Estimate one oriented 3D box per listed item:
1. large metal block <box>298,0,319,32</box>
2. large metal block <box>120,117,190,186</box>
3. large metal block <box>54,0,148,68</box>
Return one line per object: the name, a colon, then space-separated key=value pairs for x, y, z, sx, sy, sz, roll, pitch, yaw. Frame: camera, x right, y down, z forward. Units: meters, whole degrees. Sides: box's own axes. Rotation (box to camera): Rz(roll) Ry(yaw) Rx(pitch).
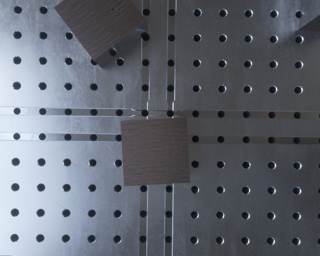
large metal block: x=0.219 y=-0.173 z=0.387 sx=0.050 sy=0.080 sz=0.080 roll=5 pitch=90 yaw=0
large metal block: x=-0.006 y=0.029 z=0.401 sx=0.080 sy=0.050 sz=0.080 roll=-3 pitch=90 yaw=0
large metal block: x=-0.072 y=-0.138 z=0.400 sx=0.080 sy=0.050 sz=0.080 roll=-37 pitch=90 yaw=0
